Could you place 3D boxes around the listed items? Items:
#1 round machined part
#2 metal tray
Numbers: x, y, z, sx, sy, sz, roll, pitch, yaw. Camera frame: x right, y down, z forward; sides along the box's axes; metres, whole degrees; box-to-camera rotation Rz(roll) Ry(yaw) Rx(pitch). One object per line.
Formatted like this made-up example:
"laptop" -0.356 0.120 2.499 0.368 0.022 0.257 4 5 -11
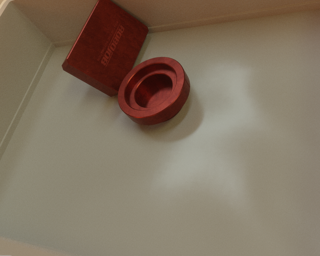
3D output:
"round machined part" -0.005 -0.046 0.424 0.098 0.042 0.098 -13 56 20
"metal tray" -0.081 -0.125 0.479 0.030 0.090 0.130 -18 47 57
